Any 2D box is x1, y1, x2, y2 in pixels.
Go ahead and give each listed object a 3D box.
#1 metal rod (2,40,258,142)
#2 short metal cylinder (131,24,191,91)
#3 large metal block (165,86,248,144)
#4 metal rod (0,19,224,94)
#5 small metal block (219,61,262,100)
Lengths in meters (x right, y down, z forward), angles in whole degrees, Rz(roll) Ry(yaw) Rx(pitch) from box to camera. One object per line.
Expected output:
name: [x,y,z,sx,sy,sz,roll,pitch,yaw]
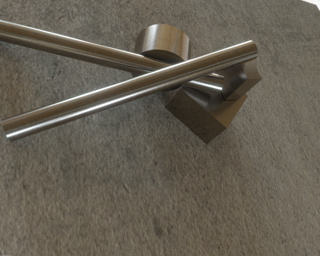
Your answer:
metal rod: [-0.021,-0.048,0.357,0.302,0.025,0.025,-20,72,-14]
short metal cylinder: [0.002,-0.096,0.433,0.081,0.080,0.050,19,54,-18]
large metal block: [0.068,-0.038,0.449,0.080,0.050,0.080,41,52,0]
metal rod: [-0.066,-0.090,0.389,0.302,0.025,0.025,12,56,-8]
small metal block: [0.104,-0.073,0.424,0.025,0.050,0.050,-5,64,-30]
